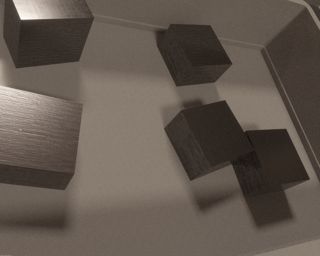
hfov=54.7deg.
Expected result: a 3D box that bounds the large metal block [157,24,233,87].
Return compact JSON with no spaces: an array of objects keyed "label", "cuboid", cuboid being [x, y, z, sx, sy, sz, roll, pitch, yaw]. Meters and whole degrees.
[{"label":"large metal block","cuboid":[0.054,-0.116,0.492,0.081,0.050,0.080,-11,67,-33]}]

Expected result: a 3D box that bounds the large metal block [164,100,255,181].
[{"label":"large metal block","cuboid":[0.065,0.015,0.418,0.081,0.050,0.080,-15,70,-34]}]

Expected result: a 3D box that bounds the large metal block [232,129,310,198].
[{"label":"large metal block","cuboid":[0.152,0.049,0.444,0.081,0.050,0.080,-2,63,-30]}]

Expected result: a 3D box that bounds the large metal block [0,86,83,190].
[{"label":"large metal block","cuboid":[-0.128,0.012,0.314,0.081,0.050,0.080,12,57,-22]}]

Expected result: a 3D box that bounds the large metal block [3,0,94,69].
[{"label":"large metal block","cuboid":[-0.136,-0.121,0.371,0.081,0.080,0.050,-16,71,-35]}]
